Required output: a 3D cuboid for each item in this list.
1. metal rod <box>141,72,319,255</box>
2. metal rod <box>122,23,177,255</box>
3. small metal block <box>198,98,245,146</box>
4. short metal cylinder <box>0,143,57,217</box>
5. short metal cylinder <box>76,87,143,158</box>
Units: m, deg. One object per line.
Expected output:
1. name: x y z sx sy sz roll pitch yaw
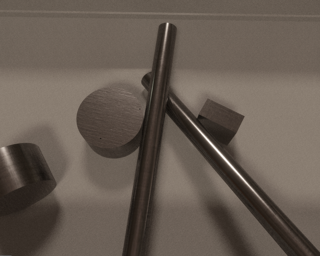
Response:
1. metal rod: 0.065 0.031 0.359 0.025 0.025 0.300 -32 58 -11
2. metal rod: -0.009 0.006 0.373 0.025 0.025 0.299 7 72 2
3. small metal block: 0.075 -0.007 0.399 0.050 0.050 0.025 27 71 9
4. short metal cylinder: -0.168 0.060 0.356 0.080 0.080 0.050 -29 73 -10
5. short metal cylinder: -0.061 -0.005 0.398 0.081 0.050 0.080 0 70 0
